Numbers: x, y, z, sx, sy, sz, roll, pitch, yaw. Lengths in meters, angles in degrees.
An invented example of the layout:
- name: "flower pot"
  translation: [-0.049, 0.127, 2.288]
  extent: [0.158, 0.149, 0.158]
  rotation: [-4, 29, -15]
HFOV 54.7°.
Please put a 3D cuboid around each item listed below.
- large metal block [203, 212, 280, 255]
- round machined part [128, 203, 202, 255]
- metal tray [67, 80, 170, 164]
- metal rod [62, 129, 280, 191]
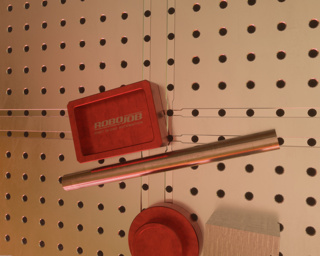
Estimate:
- name: "large metal block"
  translation: [0.095, 0.152, 0.366]
  extent: [0.080, 0.050, 0.079]
  rotation: [5, 92, 20]
- name: "round machined part"
  translation: [0.002, 0.151, 0.403]
  extent: [0.098, 0.042, 0.097]
  rotation: [0, 90, 20]
- name: "metal tray"
  translation: [-0.060, -0.006, 0.430]
  extent: [0.130, 0.030, 0.090]
  rotation: [-13, 86, 19]
- name: "metal rod"
  translation: [0.000, 0.047, 0.412]
  extent: [0.301, 0.025, 0.025]
  rotation: [-14, 85, 19]
